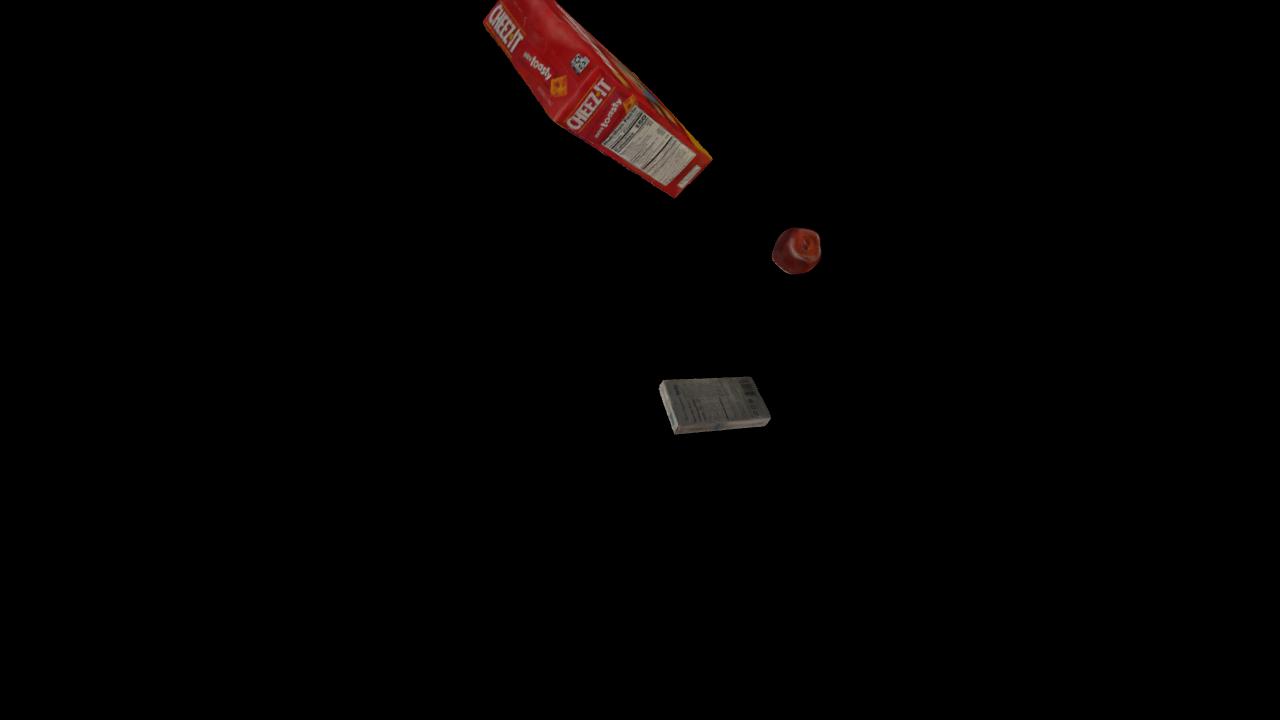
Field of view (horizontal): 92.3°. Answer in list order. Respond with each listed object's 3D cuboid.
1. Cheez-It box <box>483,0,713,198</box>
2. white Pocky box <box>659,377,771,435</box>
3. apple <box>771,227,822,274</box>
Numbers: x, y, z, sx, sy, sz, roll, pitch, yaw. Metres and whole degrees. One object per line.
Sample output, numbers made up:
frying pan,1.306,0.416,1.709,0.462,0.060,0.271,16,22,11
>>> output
Cheez-It box,-0.037,-0.278,0.650,0.071,0.166,0.223,-44,-26,20
white Pocky box,0.111,0.065,0.913,0.154,0.084,0.028,-2,-39,-22
apple,0.260,-0.181,1.027,0.079,0.079,0.093,0,-3,-10
